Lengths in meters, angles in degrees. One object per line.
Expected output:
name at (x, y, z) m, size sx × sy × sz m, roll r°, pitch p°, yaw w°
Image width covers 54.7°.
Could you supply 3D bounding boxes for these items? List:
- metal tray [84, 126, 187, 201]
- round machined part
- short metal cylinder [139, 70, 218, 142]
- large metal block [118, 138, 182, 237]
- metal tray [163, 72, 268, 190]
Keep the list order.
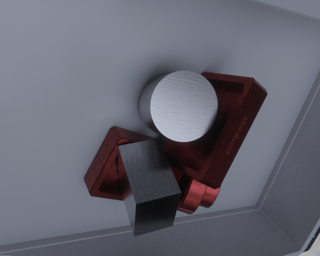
metal tray at (-0.025, 0.058, 0.426) m, size 0.131 × 0.030 × 0.090 m, roll 19°, pitch 108°, yaw -36°
round machined part at (0.056, 0.073, 0.433) m, size 0.042 × 0.098 × 0.097 m, roll 19°, pitch 112°, yaw -4°
short metal cylinder at (0.021, -0.026, 0.368) m, size 0.081 × 0.050 × 0.079 m, roll -2°, pitch 96°, yaw -17°
large metal block at (-0.017, 0.072, 0.378) m, size 0.050 × 0.080 × 0.079 m, roll -10°, pitch 139°, yaw -16°
metal tray at (0.061, -0.002, 0.378) m, size 0.030 × 0.090 × 0.130 m, roll 31°, pitch 85°, yaw -35°
